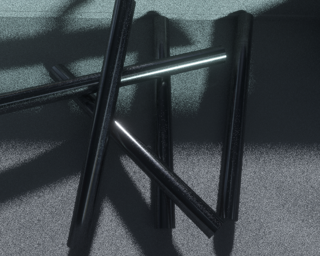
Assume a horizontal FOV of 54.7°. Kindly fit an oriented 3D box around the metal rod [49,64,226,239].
[{"bbox_3d":[-0.042,0.015,0.384,0.025,0.025,0.300,-42,69,-14],"label":"metal rod"}]

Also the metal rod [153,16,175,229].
[{"bbox_3d":[0.003,-0.021,0.417,0.025,0.025,0.299,-1,70,-1],"label":"metal rod"}]

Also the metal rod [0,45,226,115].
[{"bbox_3d":[-0.059,-0.064,0.400,0.302,0.025,0.025,-15,71,-10],"label":"metal rod"}]

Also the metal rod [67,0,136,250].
[{"bbox_3d":[-0.069,-0.010,0.370,0.025,0.025,0.298,10,86,3],"label":"metal rod"}]

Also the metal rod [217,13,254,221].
[{"bbox_3d":[0.105,-0.029,0.421,0.025,0.025,0.299,9,70,3],"label":"metal rod"}]
